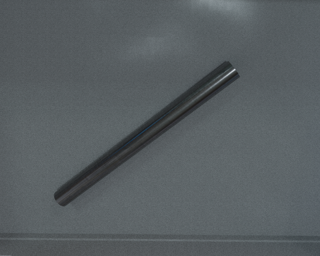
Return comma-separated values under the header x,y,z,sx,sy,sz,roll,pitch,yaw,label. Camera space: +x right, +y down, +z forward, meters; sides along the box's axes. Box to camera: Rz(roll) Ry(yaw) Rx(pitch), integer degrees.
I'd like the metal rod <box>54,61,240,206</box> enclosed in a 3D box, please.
x,y,z,sx,sy,sz,roll,pitch,yaw,label
-0.026,0.014,0.416,0.300,0.025,0.025,-37,106,12,metal rod
